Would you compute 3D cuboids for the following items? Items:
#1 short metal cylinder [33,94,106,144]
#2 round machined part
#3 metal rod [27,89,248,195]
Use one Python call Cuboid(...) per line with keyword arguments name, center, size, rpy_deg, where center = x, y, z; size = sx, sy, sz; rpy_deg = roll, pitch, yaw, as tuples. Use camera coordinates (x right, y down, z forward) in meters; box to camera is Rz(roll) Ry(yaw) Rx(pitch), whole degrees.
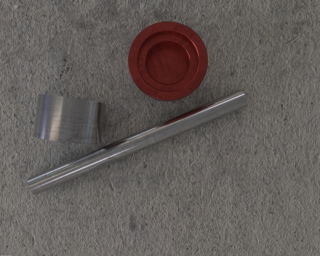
Cuboid(name="short metal cylinder", center=(-0.110, -0.010, 0.382), size=(0.080, 0.080, 0.050), rpy_deg=(8, 90, 0))
Cuboid(name="round machined part", center=(0.010, -0.083, 0.402), size=(0.099, 0.042, 0.097), rpy_deg=(0, 90, 0))
Cuboid(name="metal rod", center=(-0.029, 0.018, 0.409), size=(0.301, 0.025, 0.025), rpy_deg=(-23, 90, 0))
